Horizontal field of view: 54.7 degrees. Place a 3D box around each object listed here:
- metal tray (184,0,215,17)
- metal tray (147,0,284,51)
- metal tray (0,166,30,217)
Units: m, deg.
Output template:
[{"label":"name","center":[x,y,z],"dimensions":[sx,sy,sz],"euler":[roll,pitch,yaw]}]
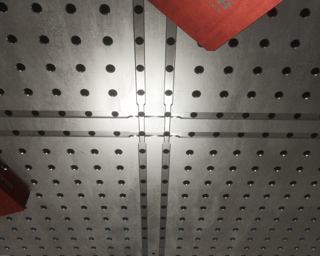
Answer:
[{"label":"metal tray","center":[0.052,-0.174,0.261],"dimensions":[0.090,0.030,0.130],"euler":[33,122,-26]},{"label":"metal tray","center":[0.033,-0.135,0.267],"dimensions":[0.130,0.030,0.090],"euler":[33,139,-25]},{"label":"metal tray","center":[-0.281,0.090,0.481],"dimensions":[0.090,0.030,0.130],"euler":[-16,129,13]}]
